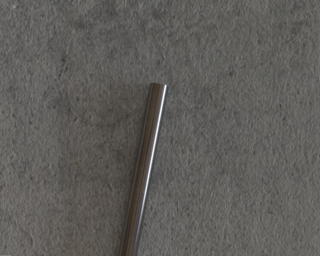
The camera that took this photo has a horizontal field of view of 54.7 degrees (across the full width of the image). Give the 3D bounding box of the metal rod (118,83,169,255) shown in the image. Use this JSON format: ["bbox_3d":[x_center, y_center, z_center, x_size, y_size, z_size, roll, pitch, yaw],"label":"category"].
[{"bbox_3d":[-0.028,0.089,0.409,0.025,0.025,0.298,11,90,-1],"label":"metal rod"}]
